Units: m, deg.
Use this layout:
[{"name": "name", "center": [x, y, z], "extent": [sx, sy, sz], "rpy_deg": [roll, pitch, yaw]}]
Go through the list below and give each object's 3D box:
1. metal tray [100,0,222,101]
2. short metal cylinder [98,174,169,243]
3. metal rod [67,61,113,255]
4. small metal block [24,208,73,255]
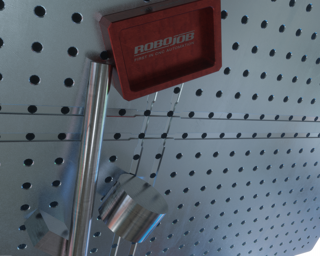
[{"name": "metal tray", "center": [0.007, -0.093, 0.353], "extent": [0.131, 0.030, 0.089], "rpy_deg": [-21, 127, -16]}, {"name": "short metal cylinder", "center": [-0.036, 0.108, 0.423], "extent": [0.080, 0.080, 0.050], "rpy_deg": [28, 103, -38]}, {"name": "metal rod", "center": [-0.088, 0.073, 0.367], "extent": [0.025, 0.025, 0.298], "rpy_deg": [3, 105, -30]}, {"name": "small metal block", "center": [-0.141, 0.137, 0.400], "extent": [0.025, 0.050, 0.050], "rpy_deg": [-48, 130, -10]}]
